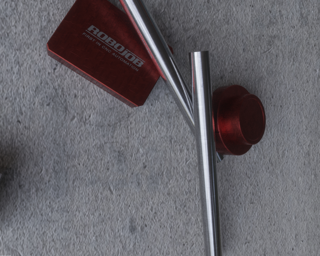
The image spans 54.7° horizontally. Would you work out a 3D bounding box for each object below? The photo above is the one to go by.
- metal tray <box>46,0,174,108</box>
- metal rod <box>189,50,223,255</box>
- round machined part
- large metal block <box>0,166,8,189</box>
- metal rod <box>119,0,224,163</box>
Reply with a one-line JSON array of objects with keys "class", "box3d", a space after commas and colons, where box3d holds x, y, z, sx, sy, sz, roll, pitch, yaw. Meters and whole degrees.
[{"class": "metal tray", "box3d": [-0.059, -0.095, 0.385, 0.130, 0.030, 0.090, 32, 79, -18]}, {"class": "metal rod", "box3d": [0.062, 0.053, 0.403, 0.025, 0.025, 0.298, -12, 105, -20]}, {"class": "round machined part", "box3d": [0.109, -0.011, 0.424, 0.099, 0.042, 0.097, 2, 87, -43]}, {"class": "large metal block", "box3d": [-0.215, 0.072, 0.316, 0.081, 0.050, 0.080, 19, 84, -20]}, {"class": "metal rod", "box3d": [0.010, -0.074, 0.380, 0.025, 0.025, 0.299, -38, 115, -16]}]
